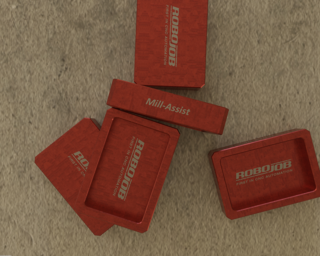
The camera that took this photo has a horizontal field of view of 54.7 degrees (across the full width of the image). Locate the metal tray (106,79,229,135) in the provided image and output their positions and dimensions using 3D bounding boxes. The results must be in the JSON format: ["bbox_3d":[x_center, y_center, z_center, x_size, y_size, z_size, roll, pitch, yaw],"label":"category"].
[{"bbox_3d":[0.008,-0.023,0.377,0.131,0.090,0.030,15,90,-1],"label":"metal tray"}]

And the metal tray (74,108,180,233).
[{"bbox_3d":[-0.038,0.049,0.376,0.090,0.030,0.129,19,89,-1],"label":"metal tray"}]

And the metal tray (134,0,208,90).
[{"bbox_3d":[0.014,-0.117,0.408,0.091,0.030,0.129,2,90,-1],"label":"metal tray"}]

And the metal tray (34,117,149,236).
[{"bbox_3d":[-0.086,0.062,0.406,0.090,0.030,0.130,-39,91,0],"label":"metal tray"}]

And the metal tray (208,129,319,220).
[{"bbox_3d":[0.138,0.059,0.409,0.131,0.030,0.089,-14,90,-1],"label":"metal tray"}]
